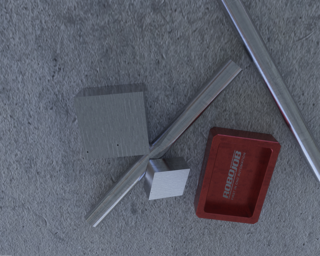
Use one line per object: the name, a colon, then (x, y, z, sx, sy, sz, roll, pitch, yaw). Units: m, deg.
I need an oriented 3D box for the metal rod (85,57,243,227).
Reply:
metal rod: (-0.004, 0.029, 0.420, 0.025, 0.025, 0.299, 38, 105, -13)

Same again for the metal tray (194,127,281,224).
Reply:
metal tray: (0.104, 0.068, 0.433, 0.091, 0.030, 0.129, 8, 110, -4)

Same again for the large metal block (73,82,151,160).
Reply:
large metal block: (-0.056, -0.010, 0.392, 0.080, 0.050, 0.079, -5, 110, 1)

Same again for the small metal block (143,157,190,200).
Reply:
small metal block: (0.008, 0.068, 0.421, 0.050, 0.025, 0.050, -3, 126, -22)

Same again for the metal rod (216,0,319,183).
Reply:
metal rod: (0.150, -0.048, 0.394, 0.025, 0.025, 0.299, -32, 108, 11)
